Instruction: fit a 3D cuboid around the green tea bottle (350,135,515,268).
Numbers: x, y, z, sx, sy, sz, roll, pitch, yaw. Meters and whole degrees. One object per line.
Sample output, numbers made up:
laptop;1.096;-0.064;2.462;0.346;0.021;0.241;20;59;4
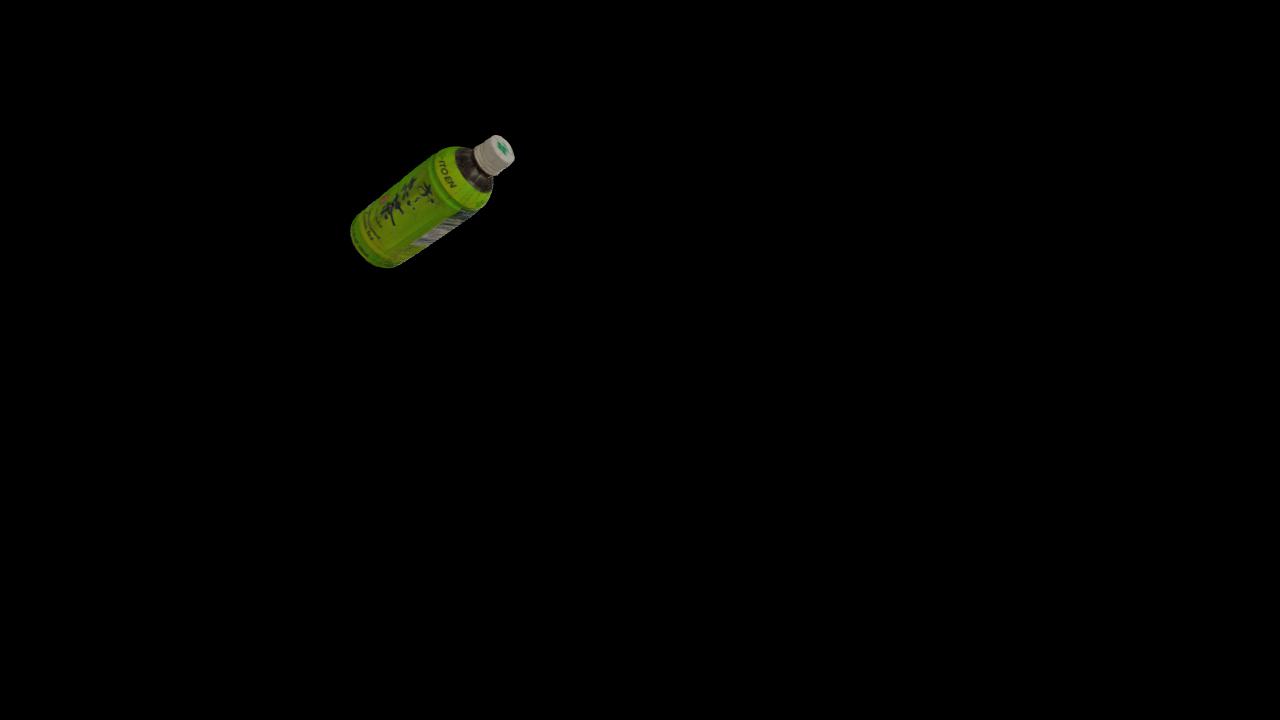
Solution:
green tea bottle;-0.215;-0.168;0.646;0.212;0.073;0.073;-22;-11;28
